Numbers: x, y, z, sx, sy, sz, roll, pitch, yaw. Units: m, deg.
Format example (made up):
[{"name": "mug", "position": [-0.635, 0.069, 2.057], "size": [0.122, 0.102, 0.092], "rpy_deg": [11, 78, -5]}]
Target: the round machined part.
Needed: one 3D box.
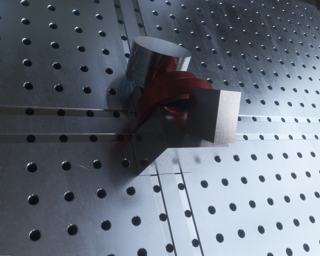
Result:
[{"name": "round machined part", "position": [0.019, -0.034, 0.380], "size": [0.099, 0.097, 0.042], "rpy_deg": [1, 62, -28]}]

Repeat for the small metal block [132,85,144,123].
[{"name": "small metal block", "position": [-0.006, -0.034, 0.426], "size": [0.050, 0.025, 0.050], "rpy_deg": [1, 61, -28]}]

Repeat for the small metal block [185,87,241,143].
[{"name": "small metal block", "position": [0.052, -0.014, 0.314], "size": [0.025, 0.050, 0.050], "rpy_deg": [2, 99, -29]}]

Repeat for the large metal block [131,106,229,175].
[{"name": "large metal block", "position": [0.021, 0.017, 0.374], "size": [0.081, 0.080, 0.050], "rpy_deg": [1, 62, -28]}]

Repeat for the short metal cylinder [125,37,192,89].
[{"name": "short metal cylinder", "position": [-0.003, -0.088, 0.424], "size": [0.081, 0.050, 0.080], "rpy_deg": [14, 27, -7]}]
